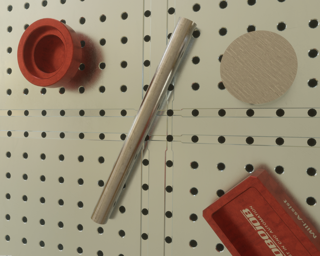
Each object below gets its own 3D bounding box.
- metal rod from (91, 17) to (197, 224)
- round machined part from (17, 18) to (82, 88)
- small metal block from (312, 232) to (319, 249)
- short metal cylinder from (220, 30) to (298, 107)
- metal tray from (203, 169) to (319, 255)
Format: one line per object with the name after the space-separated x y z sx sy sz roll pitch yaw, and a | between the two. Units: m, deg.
-0.026 -0.004 0.421 0.025 0.025 0.298 27 99 18 | metal rod
-0.157 -0.108 0.459 0.098 0.042 0.097 0 90 20 | round machined part
0.199 0.139 0.342 0.050 0.025 0.050 -36 79 16 | small metal block
0.114 -0.066 0.359 0.080 0.050 0.079 0 90 20 | short metal cylinder
0.121 0.123 0.349 0.130 0.030 0.090 52 124 15 | metal tray
